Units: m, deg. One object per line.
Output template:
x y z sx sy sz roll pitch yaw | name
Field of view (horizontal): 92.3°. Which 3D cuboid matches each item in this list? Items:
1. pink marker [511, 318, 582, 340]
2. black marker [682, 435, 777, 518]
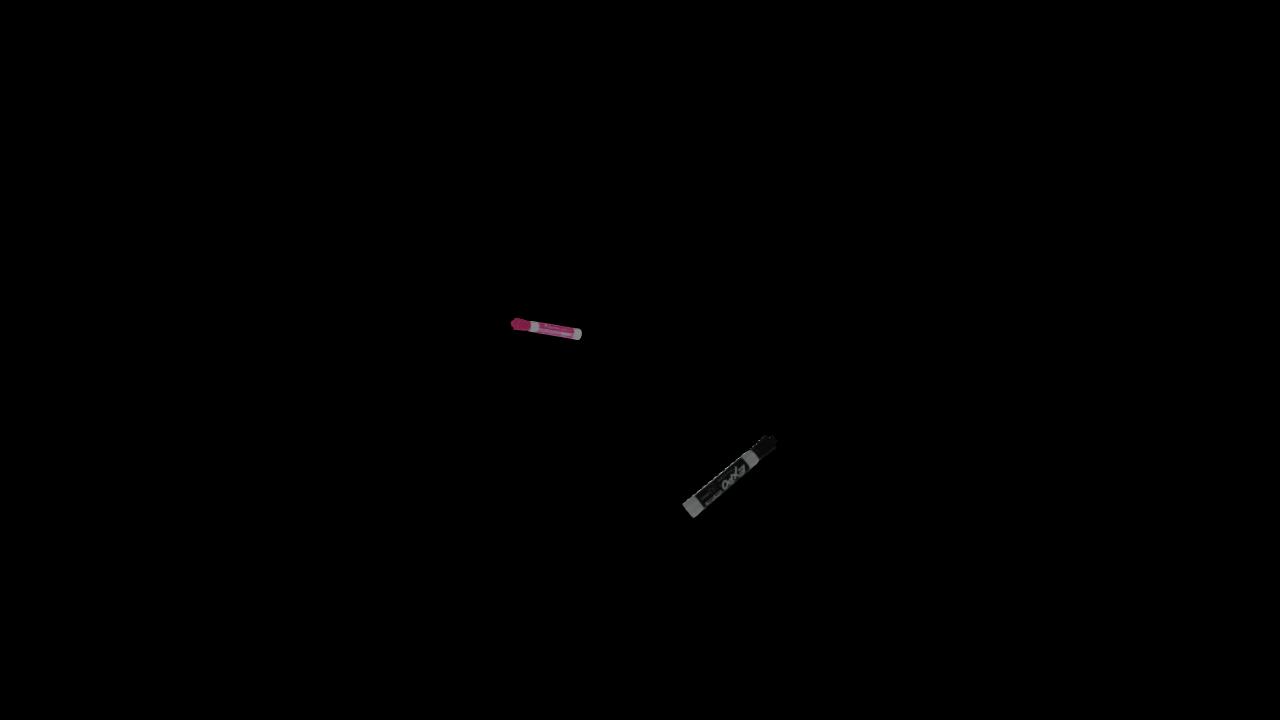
-0.146 -0.048 0.963 0.121 0.020 0.020 8 -5 -38 | pink marker
0.096 0.120 0.647 0.121 0.020 0.020 -38 6 -7 | black marker
